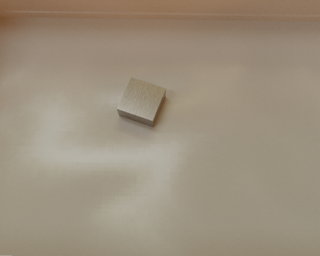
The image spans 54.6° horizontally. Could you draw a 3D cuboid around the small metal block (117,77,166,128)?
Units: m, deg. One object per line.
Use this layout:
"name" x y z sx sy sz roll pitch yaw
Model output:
"small metal block" -0.024 -0.035 0.422 0.050 0.025 0.050 19 71 7
